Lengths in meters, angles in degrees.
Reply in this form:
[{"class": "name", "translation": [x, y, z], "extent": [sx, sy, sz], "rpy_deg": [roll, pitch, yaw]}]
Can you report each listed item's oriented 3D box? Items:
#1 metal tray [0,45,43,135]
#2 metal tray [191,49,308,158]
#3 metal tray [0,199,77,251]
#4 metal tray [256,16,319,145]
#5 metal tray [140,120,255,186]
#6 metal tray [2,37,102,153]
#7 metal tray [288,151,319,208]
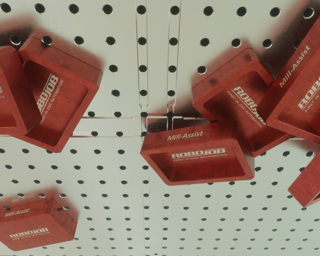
[{"class": "metal tray", "translation": [-0.206, -0.038, 0.343], "extent": [0.130, 0.030, 0.090], "rpy_deg": [-1, 119, 17]}, {"class": "metal tray", "translation": [0.113, -0.024, 0.388], "extent": [0.090, 0.030, 0.130], "rpy_deg": [-35, 122, 26]}, {"class": "metal tray", "translation": [-0.229, 0.177, 0.557], "extent": [0.130, 0.030, 0.090], "rpy_deg": [-15, 129, 12]}, {"class": "metal tray", "translation": [0.179, -0.050, 0.336], "extent": [0.091, 0.030, 0.129], "rpy_deg": [18, 118, -20]}, {"class": "metal tray", "translation": [0.051, 0.038, 0.415], "extent": [0.130, 0.030, 0.090], "rpy_deg": [-10, 136, 27]}, {"class": "metal tray", "translation": [-0.139, -0.033, 0.378], "extent": [0.090, 0.030, 0.129], "rpy_deg": [25, 126, -20]}, {"class": "metal tray", "translation": [0.242, 0.052, 0.414], "extent": [0.131, 0.030, 0.089], "rpy_deg": [-11, 138, -31]}]
